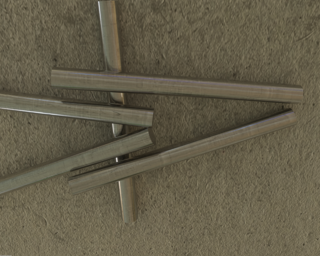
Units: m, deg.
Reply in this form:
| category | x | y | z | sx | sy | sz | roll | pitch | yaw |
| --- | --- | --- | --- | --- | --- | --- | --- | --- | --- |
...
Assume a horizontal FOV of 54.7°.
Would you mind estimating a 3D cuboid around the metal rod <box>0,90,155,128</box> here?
| category | x | y | z | sx | sy | sz | roll | pitch | yaw |
| --- | --- | --- | --- | --- | --- | --- | --- | --- | --- |
| metal rod | -0.158 | -0.030 | 0.383 | 0.302 | 0.025 | 0.025 | 7 | 110 | 3 |

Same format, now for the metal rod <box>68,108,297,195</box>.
| category | x | y | z | sx | sy | sz | roll | pitch | yaw |
| --- | --- | --- | --- | --- | --- | --- | --- | --- | --- |
| metal rod | 0.030 | 0.030 | 0.406 | 0.302 | 0.025 | 0.025 | -18 | 110 | -1 |

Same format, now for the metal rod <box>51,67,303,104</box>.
| category | x | y | z | sx | sy | sz | roll | pitch | yaw |
| --- | --- | --- | --- | --- | --- | --- | --- | --- | --- |
| metal rod | 0.027 | -0.050 | 0.375 | 0.302 | 0.025 | 0.025 | 3 | 110 | -8 |

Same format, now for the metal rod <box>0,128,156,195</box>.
| category | x | y | z | sx | sy | sz | roll | pitch | yaw |
| --- | --- | --- | --- | --- | --- | --- | --- | --- | --- |
| metal rod | -0.149 | 0.057 | 0.415 | 0.301 | 0.025 | 0.025 | -19 | 109 | 12 |

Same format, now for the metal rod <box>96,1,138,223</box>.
| category | x | y | z | sx | sy | sz | roll | pitch | yaw |
| --- | --- | --- | --- | --- | --- | --- | --- | --- | --- |
| metal rod | -0.053 | -0.006 | 0.408 | 0.025 | 0.025 | 0.298 | -3 | 110 | 1 |
